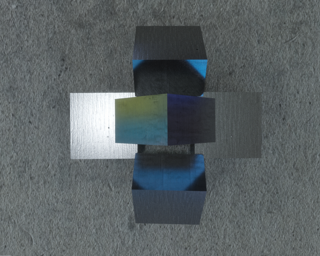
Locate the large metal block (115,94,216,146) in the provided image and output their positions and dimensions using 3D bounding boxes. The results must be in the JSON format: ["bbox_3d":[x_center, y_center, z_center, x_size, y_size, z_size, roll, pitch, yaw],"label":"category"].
[{"bbox_3d":[0.006,-0.008,0.351,0.080,0.081,0.050,0,90,44],"label":"large metal block"}]

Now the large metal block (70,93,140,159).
[{"bbox_3d":[-0.068,-0.003,0.398,0.081,0.050,0.079,0,90,-1],"label":"large metal block"}]

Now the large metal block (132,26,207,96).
[{"bbox_3d":[0.011,-0.083,0.378,0.081,0.080,0.050,0,134,0],"label":"large metal block"}]

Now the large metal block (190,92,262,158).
[{"bbox_3d":[0.082,-0.004,0.397,0.081,0.050,0.079,0,90,-1],"label":"large metal block"}]

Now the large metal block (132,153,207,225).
[{"bbox_3d":[0.010,0.076,0.378,0.081,0.080,0.050,1,47,0],"label":"large metal block"}]
